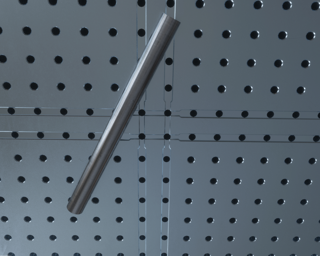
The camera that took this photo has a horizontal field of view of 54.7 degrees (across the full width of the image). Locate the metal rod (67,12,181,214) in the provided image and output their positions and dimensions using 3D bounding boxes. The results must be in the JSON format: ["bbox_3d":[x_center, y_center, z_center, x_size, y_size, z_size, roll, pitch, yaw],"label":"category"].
[{"bbox_3d":[-0.056,-0.006,0.410,0.025,0.025,0.298,26,108,-10],"label":"metal rod"}]
